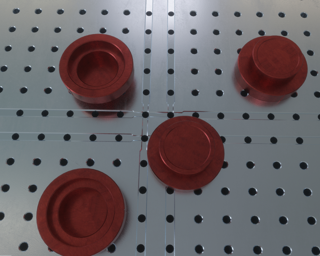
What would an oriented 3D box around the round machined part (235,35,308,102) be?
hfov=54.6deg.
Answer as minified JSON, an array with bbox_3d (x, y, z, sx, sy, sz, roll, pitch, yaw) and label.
[{"bbox_3d":[0.159,-0.090,0.436,0.099,0.042,0.098,0,70,0],"label":"round machined part"}]

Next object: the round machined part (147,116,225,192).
[{"bbox_3d":[0.033,0.029,0.392,0.099,0.042,0.098,0,70,0],"label":"round machined part"}]

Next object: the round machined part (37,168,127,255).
[{"bbox_3d":[-0.089,0.100,0.366,0.099,0.042,0.098,0,70,0],"label":"round machined part"}]

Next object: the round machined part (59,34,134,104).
[{"bbox_3d":[-0.085,-0.078,0.431,0.099,0.042,0.098,0,70,0],"label":"round machined part"}]
